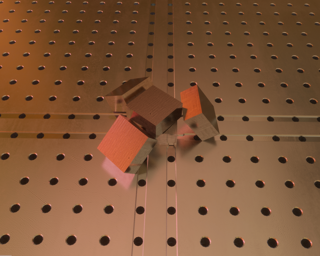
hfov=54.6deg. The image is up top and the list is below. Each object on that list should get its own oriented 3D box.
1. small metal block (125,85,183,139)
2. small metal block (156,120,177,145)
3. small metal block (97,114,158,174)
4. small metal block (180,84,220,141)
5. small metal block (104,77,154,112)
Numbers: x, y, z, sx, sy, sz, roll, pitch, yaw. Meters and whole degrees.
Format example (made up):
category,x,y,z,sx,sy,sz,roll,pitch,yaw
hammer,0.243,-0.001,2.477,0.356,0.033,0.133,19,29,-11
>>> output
category,x,y,z,sx,sy,sz,roll,pitch,yaw
small metal block,-0.007,-0.021,0.393,0.050,0.025,0.050,34,57,25
small metal block,-0.003,-0.005,0.412,0.050,0.025,0.050,1,53,1
small metal block,-0.039,0.020,0.374,0.050,0.025,0.050,37,96,27
small metal block,0.052,-0.019,0.405,0.025,0.050,0.050,-24,46,23
small metal block,-0.041,-0.046,0.431,0.050,0.025,0.050,-39,24,-28
